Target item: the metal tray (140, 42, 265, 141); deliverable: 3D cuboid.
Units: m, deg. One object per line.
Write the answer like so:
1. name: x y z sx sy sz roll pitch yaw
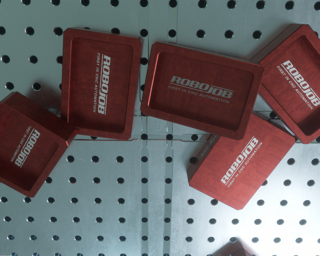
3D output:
1. metal tray: 0.048 -0.046 0.374 0.130 0.030 0.089 16 109 11

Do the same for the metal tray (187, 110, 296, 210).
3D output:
1. metal tray: 0.108 0.041 0.427 0.090 0.030 0.129 28 108 -10

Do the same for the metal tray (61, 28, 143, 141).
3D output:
1. metal tray: -0.074 -0.054 0.390 0.091 0.030 0.129 7 110 -3

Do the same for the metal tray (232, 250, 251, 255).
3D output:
1. metal tray: 0.117 0.269 0.510 0.130 0.030 0.090 -43 105 14

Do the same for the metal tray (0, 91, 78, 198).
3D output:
1. metal tray: -0.176 0.027 0.399 0.090 0.030 0.129 34 123 -12

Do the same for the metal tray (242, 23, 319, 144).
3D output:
1. metal tray: 0.178 -0.053 0.392 0.090 0.030 0.130 -42 105 14
